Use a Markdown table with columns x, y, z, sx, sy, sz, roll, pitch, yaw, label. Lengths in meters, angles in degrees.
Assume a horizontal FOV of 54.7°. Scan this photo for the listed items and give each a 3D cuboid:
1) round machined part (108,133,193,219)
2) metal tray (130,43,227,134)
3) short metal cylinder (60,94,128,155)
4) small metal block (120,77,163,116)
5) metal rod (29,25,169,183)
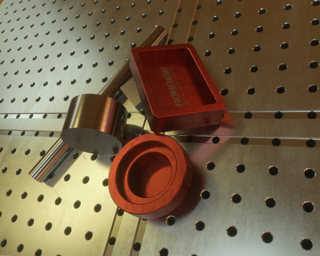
| x | y | z | sx | sy | sz | roll | pitch | yaw | label |
| --- | --- | --- | --- | --- | --- | --- | --- | --- | --- |
| -0.008 | 0.058 | 0.365 | 0.098 | 0.042 | 0.098 | -13 | 56 | 20 | round machined part |
| 0.018 | -0.057 | 0.401 | 0.091 | 0.030 | 0.130 | -8 | 52 | -15 | metal tray |
| -0.087 | -0.003 | 0.419 | 0.080 | 0.080 | 0.050 | -7 | 59 | 24 | short metal cylinder |
| -0.023 | -0.054 | 0.452 | 0.050 | 0.025 | 0.050 | -40 | 51 | 1 | small metal block |
| -0.089 | -0.042 | 0.478 | 0.025 | 0.025 | 0.300 | 33 | 79 | 38 | metal rod |
